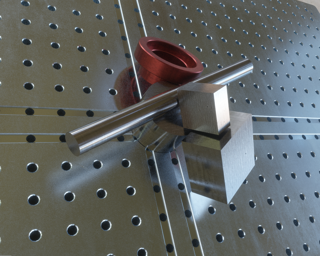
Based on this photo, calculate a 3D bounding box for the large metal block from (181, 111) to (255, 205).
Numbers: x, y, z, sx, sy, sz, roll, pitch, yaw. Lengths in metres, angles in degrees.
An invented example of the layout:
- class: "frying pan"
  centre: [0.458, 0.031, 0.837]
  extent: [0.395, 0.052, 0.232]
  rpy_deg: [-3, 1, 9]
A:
- class: "large metal block"
  centre: [0.076, 0.032, 0.386]
  extent: [0.080, 0.050, 0.080]
  rpy_deg: [-41, 130, -39]

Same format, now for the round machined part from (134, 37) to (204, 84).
- class: "round machined part"
  centre: [0.009, -0.088, 0.442]
  extent: [0.099, 0.042, 0.098]
  rpy_deg: [19, 31, -12]

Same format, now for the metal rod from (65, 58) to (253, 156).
- class: "metal rod"
  centre: [0.025, -0.039, 0.382]
  extent: [0.302, 0.025, 0.025]
  rpy_deg: [-27, 77, -37]

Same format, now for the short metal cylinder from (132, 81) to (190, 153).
- class: "short metal cylinder"
  centre: [0.008, -0.014, 0.406]
  extent: [0.081, 0.050, 0.080]
  rpy_deg: [14, 56, -21]

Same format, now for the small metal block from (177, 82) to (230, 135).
- class: "small metal block"
  centre: [0.051, -0.024, 0.357]
  extent: [0.025, 0.050, 0.050]
  rpy_deg: [-34, 123, -38]
